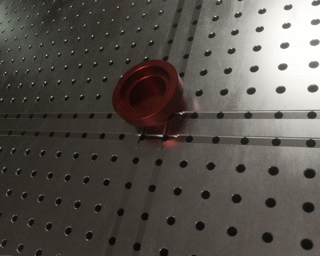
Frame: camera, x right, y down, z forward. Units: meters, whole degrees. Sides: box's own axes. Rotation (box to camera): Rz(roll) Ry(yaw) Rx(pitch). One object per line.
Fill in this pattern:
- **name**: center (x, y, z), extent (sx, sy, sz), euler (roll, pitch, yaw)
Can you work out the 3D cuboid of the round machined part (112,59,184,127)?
- **round machined part**: center (-0.013, -0.044, 0.430), extent (0.098, 0.042, 0.098), euler (-13, 56, 20)
